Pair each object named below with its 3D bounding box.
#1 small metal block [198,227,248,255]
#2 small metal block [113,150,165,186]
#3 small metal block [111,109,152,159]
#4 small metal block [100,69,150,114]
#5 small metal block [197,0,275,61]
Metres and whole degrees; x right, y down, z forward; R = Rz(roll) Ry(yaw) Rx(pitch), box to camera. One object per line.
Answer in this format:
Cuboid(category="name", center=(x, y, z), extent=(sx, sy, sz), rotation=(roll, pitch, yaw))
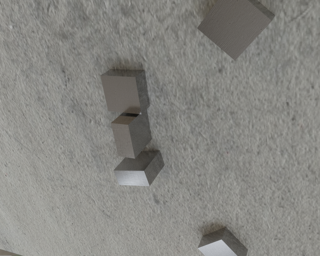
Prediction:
Cuboid(category="small metal block", center=(0.095, 0.184, 0.470), extent=(0.050, 0.025, 0.050), rotation=(47, 129, -5))
Cuboid(category="small metal block", center=(-0.029, 0.056, 0.439), extent=(0.050, 0.050, 0.025), rotation=(-4, 117, 29))
Cuboid(category="small metal block", center=(-0.036, 0.005, 0.411), extent=(0.025, 0.050, 0.050), rotation=(6, 121, 25))
Cuboid(category="small metal block", center=(-0.044, -0.048, 0.399), extent=(0.050, 0.025, 0.050), rotation=(7, 122, 24))
Cuboid(category="small metal block", center=(0.074, -0.104, 0.303), extent=(0.050, 0.025, 0.050), rotation=(41, 129, 0))
